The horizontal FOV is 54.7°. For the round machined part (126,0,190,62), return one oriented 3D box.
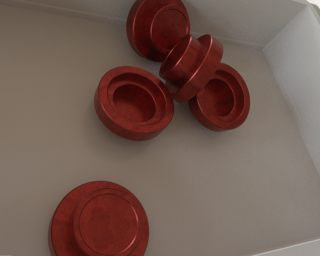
[{"bbox_3d":[0.005,-0.144,0.447,0.099,0.097,0.042,-11,27,-33],"label":"round machined part"}]

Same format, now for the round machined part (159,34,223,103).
[{"bbox_3d":[0.035,-0.086,0.416,0.042,0.098,0.098,32,51,-20],"label":"round machined part"}]

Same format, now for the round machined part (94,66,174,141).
[{"bbox_3d":[-0.035,-0.027,0.392,0.099,0.042,0.098,13,56,-21],"label":"round machined part"}]

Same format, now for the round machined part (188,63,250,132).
[{"bbox_3d":[0.081,-0.042,0.452,0.099,0.042,0.098,6,77,-29],"label":"round machined part"}]

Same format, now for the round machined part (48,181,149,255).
[{"bbox_3d":[-0.056,0.098,0.305,0.099,0.042,0.098,14,56,-21],"label":"round machined part"}]
